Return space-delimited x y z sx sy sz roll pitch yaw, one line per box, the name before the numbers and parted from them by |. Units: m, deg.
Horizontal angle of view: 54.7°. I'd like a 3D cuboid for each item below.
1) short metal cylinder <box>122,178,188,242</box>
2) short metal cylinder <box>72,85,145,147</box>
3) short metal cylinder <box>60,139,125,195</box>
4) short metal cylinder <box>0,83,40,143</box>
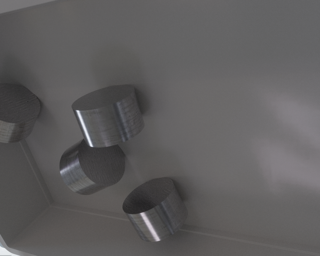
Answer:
short metal cylinder | -0.007 0.116 0.449 0.080 0.080 0.050 -14 111 34
short metal cylinder | -0.065 -0.017 0.397 0.080 0.080 0.050 -1 118 28
short metal cylinder | -0.099 0.054 0.459 0.050 0.080 0.080 -29 103 37
short metal cylinder | -0.235 -0.023 0.483 0.080 0.080 0.050 40 129 1
